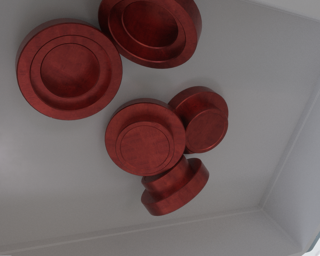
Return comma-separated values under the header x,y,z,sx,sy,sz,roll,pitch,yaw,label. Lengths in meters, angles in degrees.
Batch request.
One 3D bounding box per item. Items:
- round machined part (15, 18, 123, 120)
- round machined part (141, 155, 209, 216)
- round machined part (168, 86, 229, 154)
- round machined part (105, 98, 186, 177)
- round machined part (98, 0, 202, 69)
x,y,z,sx,sy,sz,roll,pitch,yaw,label
-0.091,-0.060,0.311,0.099,0.042,0.097,-14,124,-21,round machined part
0.014,0.070,0.421,0.098,0.098,0.042,-35,100,-5,round machined part
0.054,-0.004,0.424,0.099,0.042,0.097,-14,124,-21,round machined part
-0.017,0.016,0.373,0.099,0.042,0.097,0,111,-1,round machined part
-0.007,-0.107,0.305,0.098,0.098,0.042,46,51,-40,round machined part
